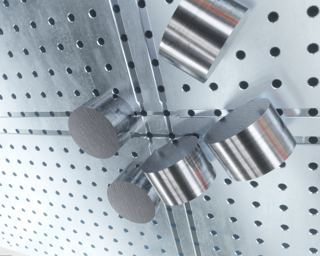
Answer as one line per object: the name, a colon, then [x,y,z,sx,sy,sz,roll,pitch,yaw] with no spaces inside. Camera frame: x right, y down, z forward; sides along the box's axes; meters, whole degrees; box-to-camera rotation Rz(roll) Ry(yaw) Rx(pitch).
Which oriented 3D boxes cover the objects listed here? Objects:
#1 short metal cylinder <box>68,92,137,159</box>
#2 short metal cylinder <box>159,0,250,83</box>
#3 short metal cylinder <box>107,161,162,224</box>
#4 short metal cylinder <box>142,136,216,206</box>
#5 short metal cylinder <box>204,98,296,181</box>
short metal cylinder: [-0.080,-0.004,0.435,0.080,0.050,0.079,13,124,21]
short metal cylinder: [0.042,-0.090,0.298,0.050,0.080,0.079,33,129,7]
short metal cylinder: [-0.033,0.098,0.473,0.080,0.050,0.079,13,124,21]
short metal cylinder: [0.024,0.053,0.395,0.080,0.080,0.050,-20,108,35]
short metal cylinder: [0.095,0.012,0.333,0.080,0.080,0.050,-29,103,37]
